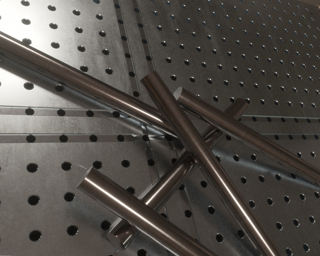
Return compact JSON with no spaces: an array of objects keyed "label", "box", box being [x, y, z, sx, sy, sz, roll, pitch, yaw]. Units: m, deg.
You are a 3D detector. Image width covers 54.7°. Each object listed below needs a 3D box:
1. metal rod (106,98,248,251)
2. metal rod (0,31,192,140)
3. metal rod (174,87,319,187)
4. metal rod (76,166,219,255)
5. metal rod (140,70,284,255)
[{"label":"metal rod","box":[0.044,0.039,0.409,0.025,0.025,0.302,46,51,4]},{"label":"metal rod","box":[-0.088,-0.053,0.393,0.301,0.025,0.025,26,53,-13]},{"label":"metal rod","box":[0.146,0.023,0.451,0.301,0.025,0.025,28,52,-20]},{"label":"metal rod","box":[0.043,0.138,0.327,0.301,0.025,0.025,38,51,-12]},{"label":"metal rod","box":[0.070,0.059,0.384,0.025,0.025,0.299,-34,90,-38]}]
